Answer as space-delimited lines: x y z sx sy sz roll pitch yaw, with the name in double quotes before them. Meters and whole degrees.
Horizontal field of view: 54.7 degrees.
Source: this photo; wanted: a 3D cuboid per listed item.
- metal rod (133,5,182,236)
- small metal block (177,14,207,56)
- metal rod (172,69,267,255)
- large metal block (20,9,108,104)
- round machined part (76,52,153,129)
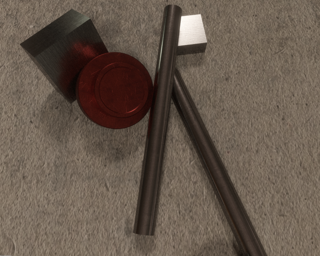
"metal rod" 0.000 -0.020 0.397 0.025 0.025 0.299 7 77 2
"small metal block" 0.039 -0.137 0.459 0.050 0.025 0.050 -8 70 -3
"metal rod" 0.070 0.055 0.388 0.025 0.025 0.299 -20 71 -8
"large metal block" -0.116 -0.093 0.404 0.080 0.080 0.050 -41 50 -14
"round machined part" -0.053 -0.047 0.392 0.099 0.042 0.097 -2 94 -23
